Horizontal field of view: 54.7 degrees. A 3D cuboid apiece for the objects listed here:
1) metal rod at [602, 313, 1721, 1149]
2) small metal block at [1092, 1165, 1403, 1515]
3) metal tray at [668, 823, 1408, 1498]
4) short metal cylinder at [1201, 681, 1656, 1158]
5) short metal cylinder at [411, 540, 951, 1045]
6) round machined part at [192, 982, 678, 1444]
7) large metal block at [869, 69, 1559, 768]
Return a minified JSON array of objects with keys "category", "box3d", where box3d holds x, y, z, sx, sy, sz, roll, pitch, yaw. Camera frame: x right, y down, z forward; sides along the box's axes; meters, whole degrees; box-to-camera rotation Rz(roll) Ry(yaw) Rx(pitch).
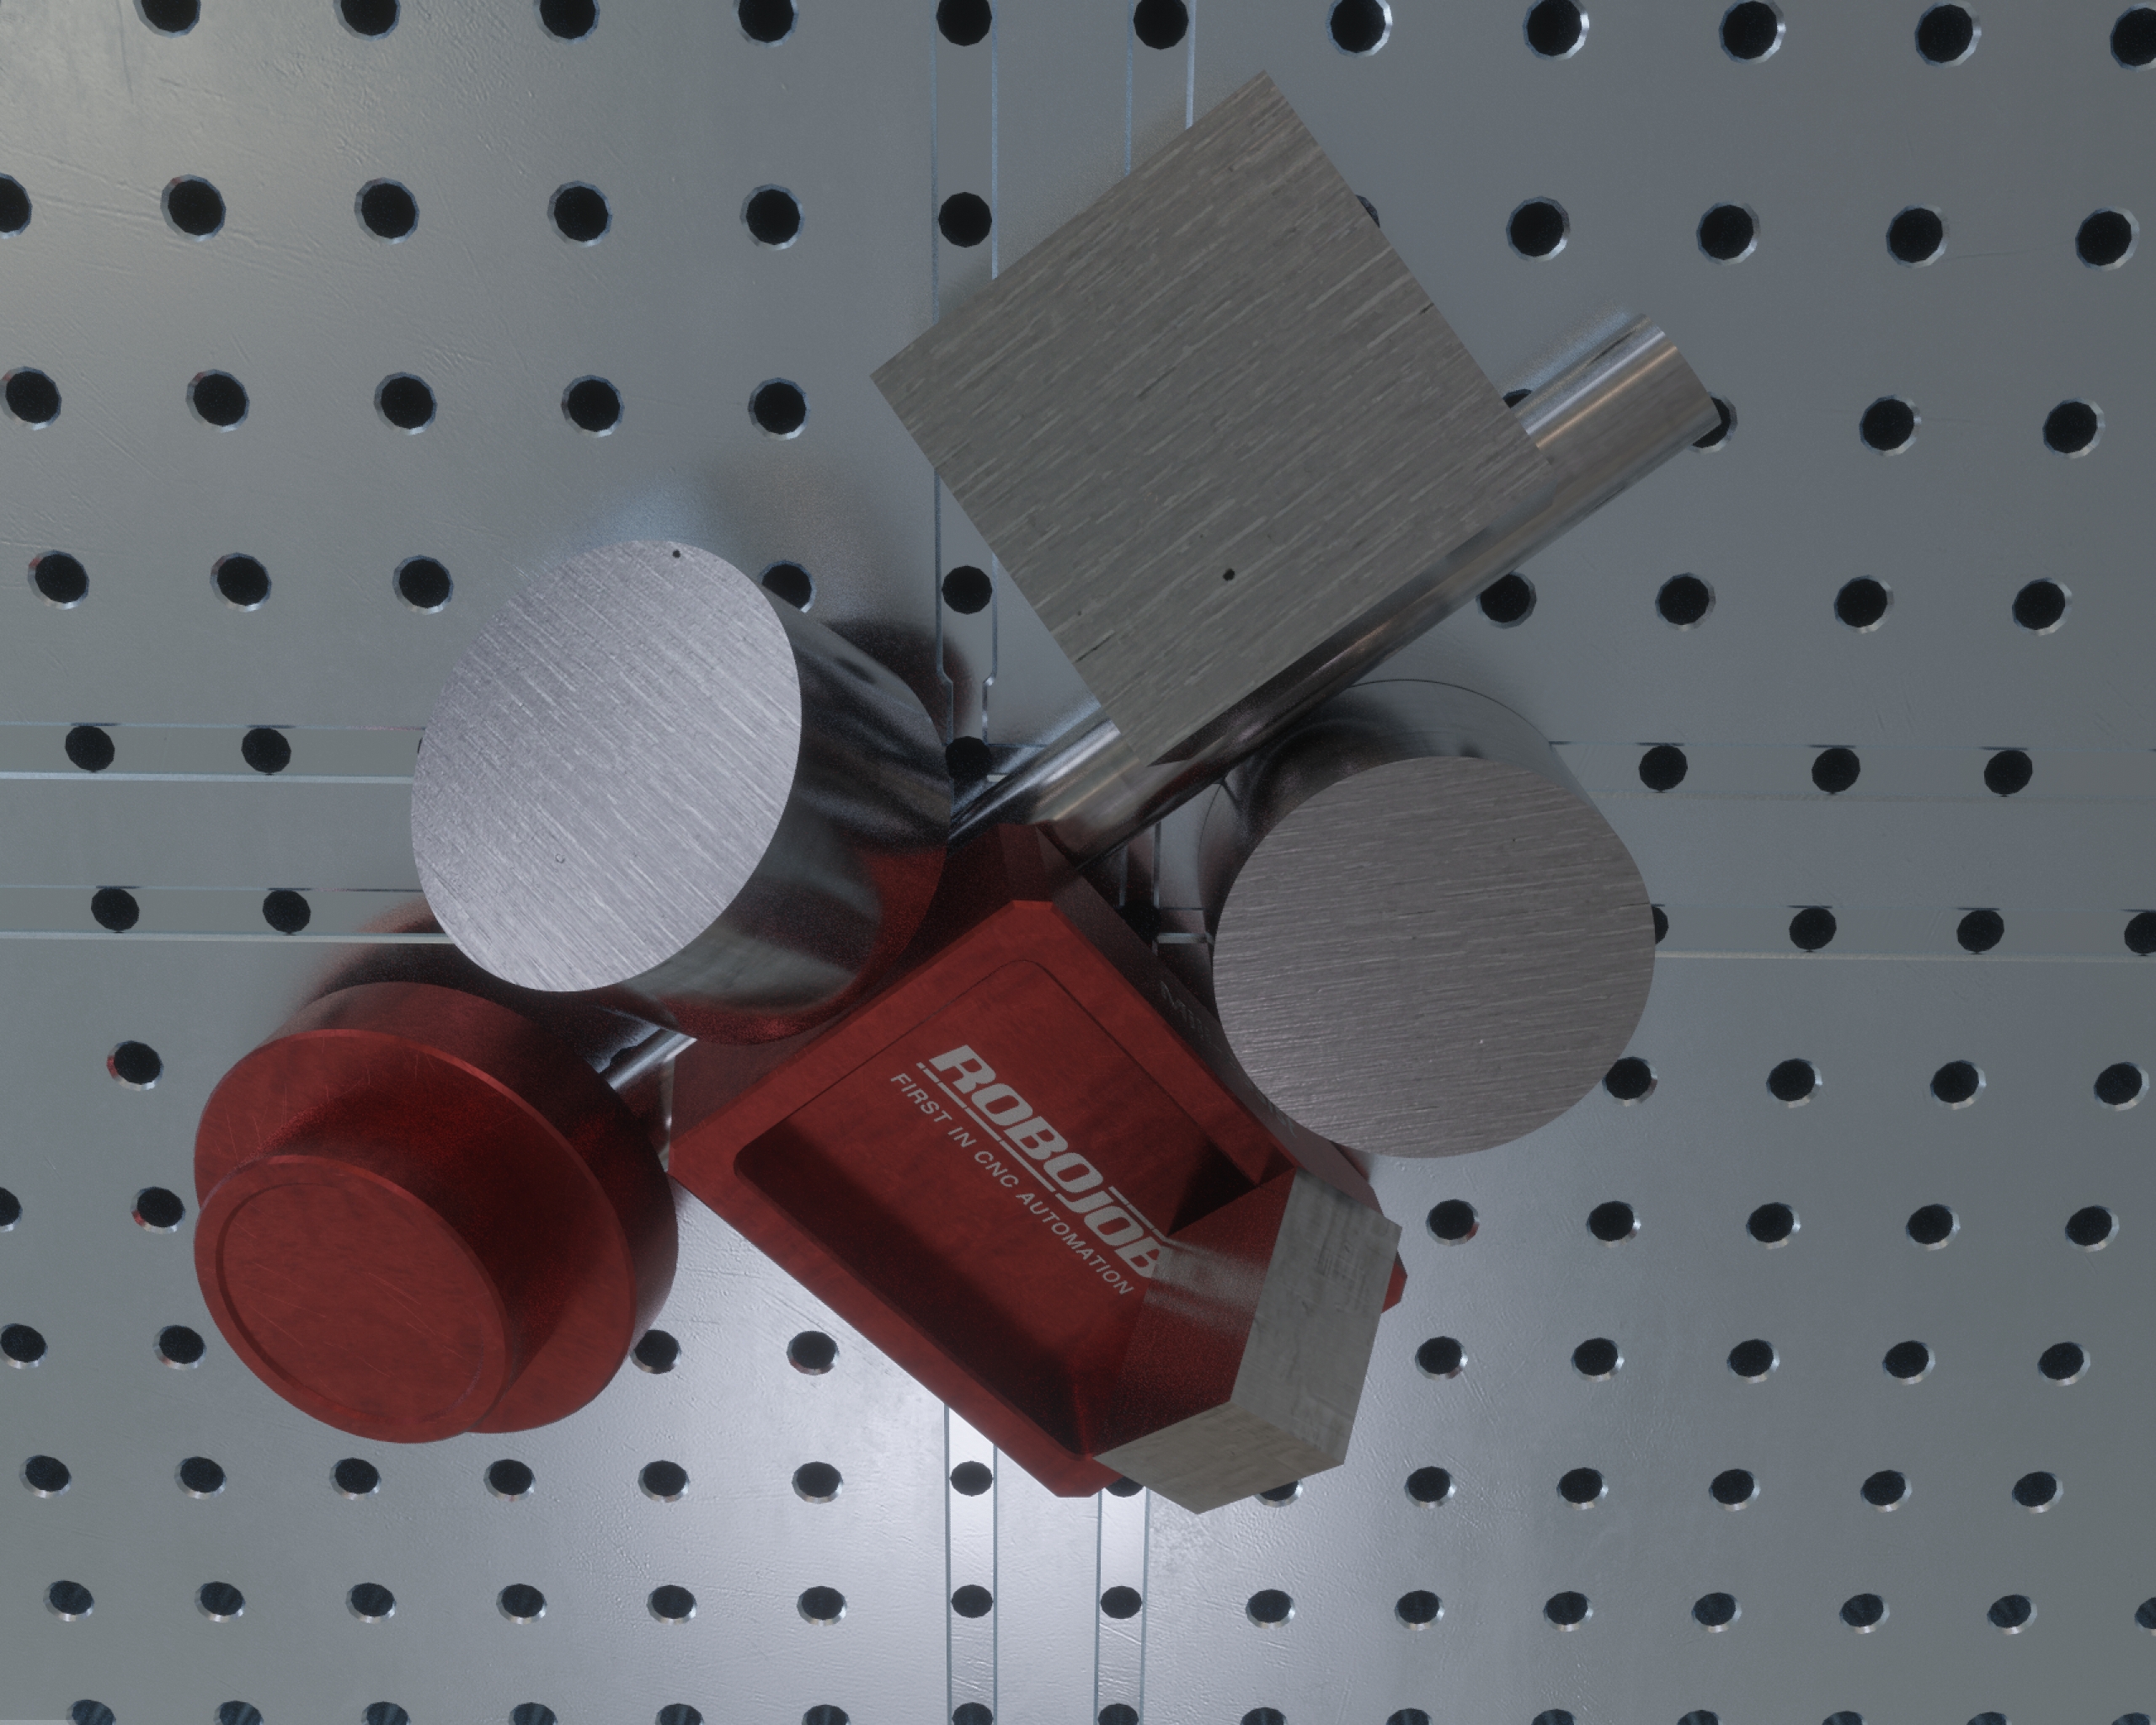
[{"category":"metal rod","box3d":[-0.009,-0.005,0.413,0.300,0.025,0.025,-35,107,12]},{"category":"small metal block","box3d":[0.033,0.093,0.403,0.025,0.050,0.050,32,142,-13]},{"category":"metal tray","box3d":[-0.006,0.064,0.419,0.090,0.030,0.130,-36,119,12]},{"category":"short metal cylinder","box3d":[0.065,0.010,0.404,0.081,0.050,0.079,0,110,0]},{"category":"short metal cylinder","box3d":[-0.070,-0.011,0.373,0.080,0.050,0.080,-7,72,24]},{"category":"round machined part","box3d":[-0.134,0.076,0.417,0.098,0.042,0.097,7,117,14]},{"category":"large metal block","box3d":[0.025,-0.073,0.361,0.080,0.050,0.080,-35,87,12]}]
